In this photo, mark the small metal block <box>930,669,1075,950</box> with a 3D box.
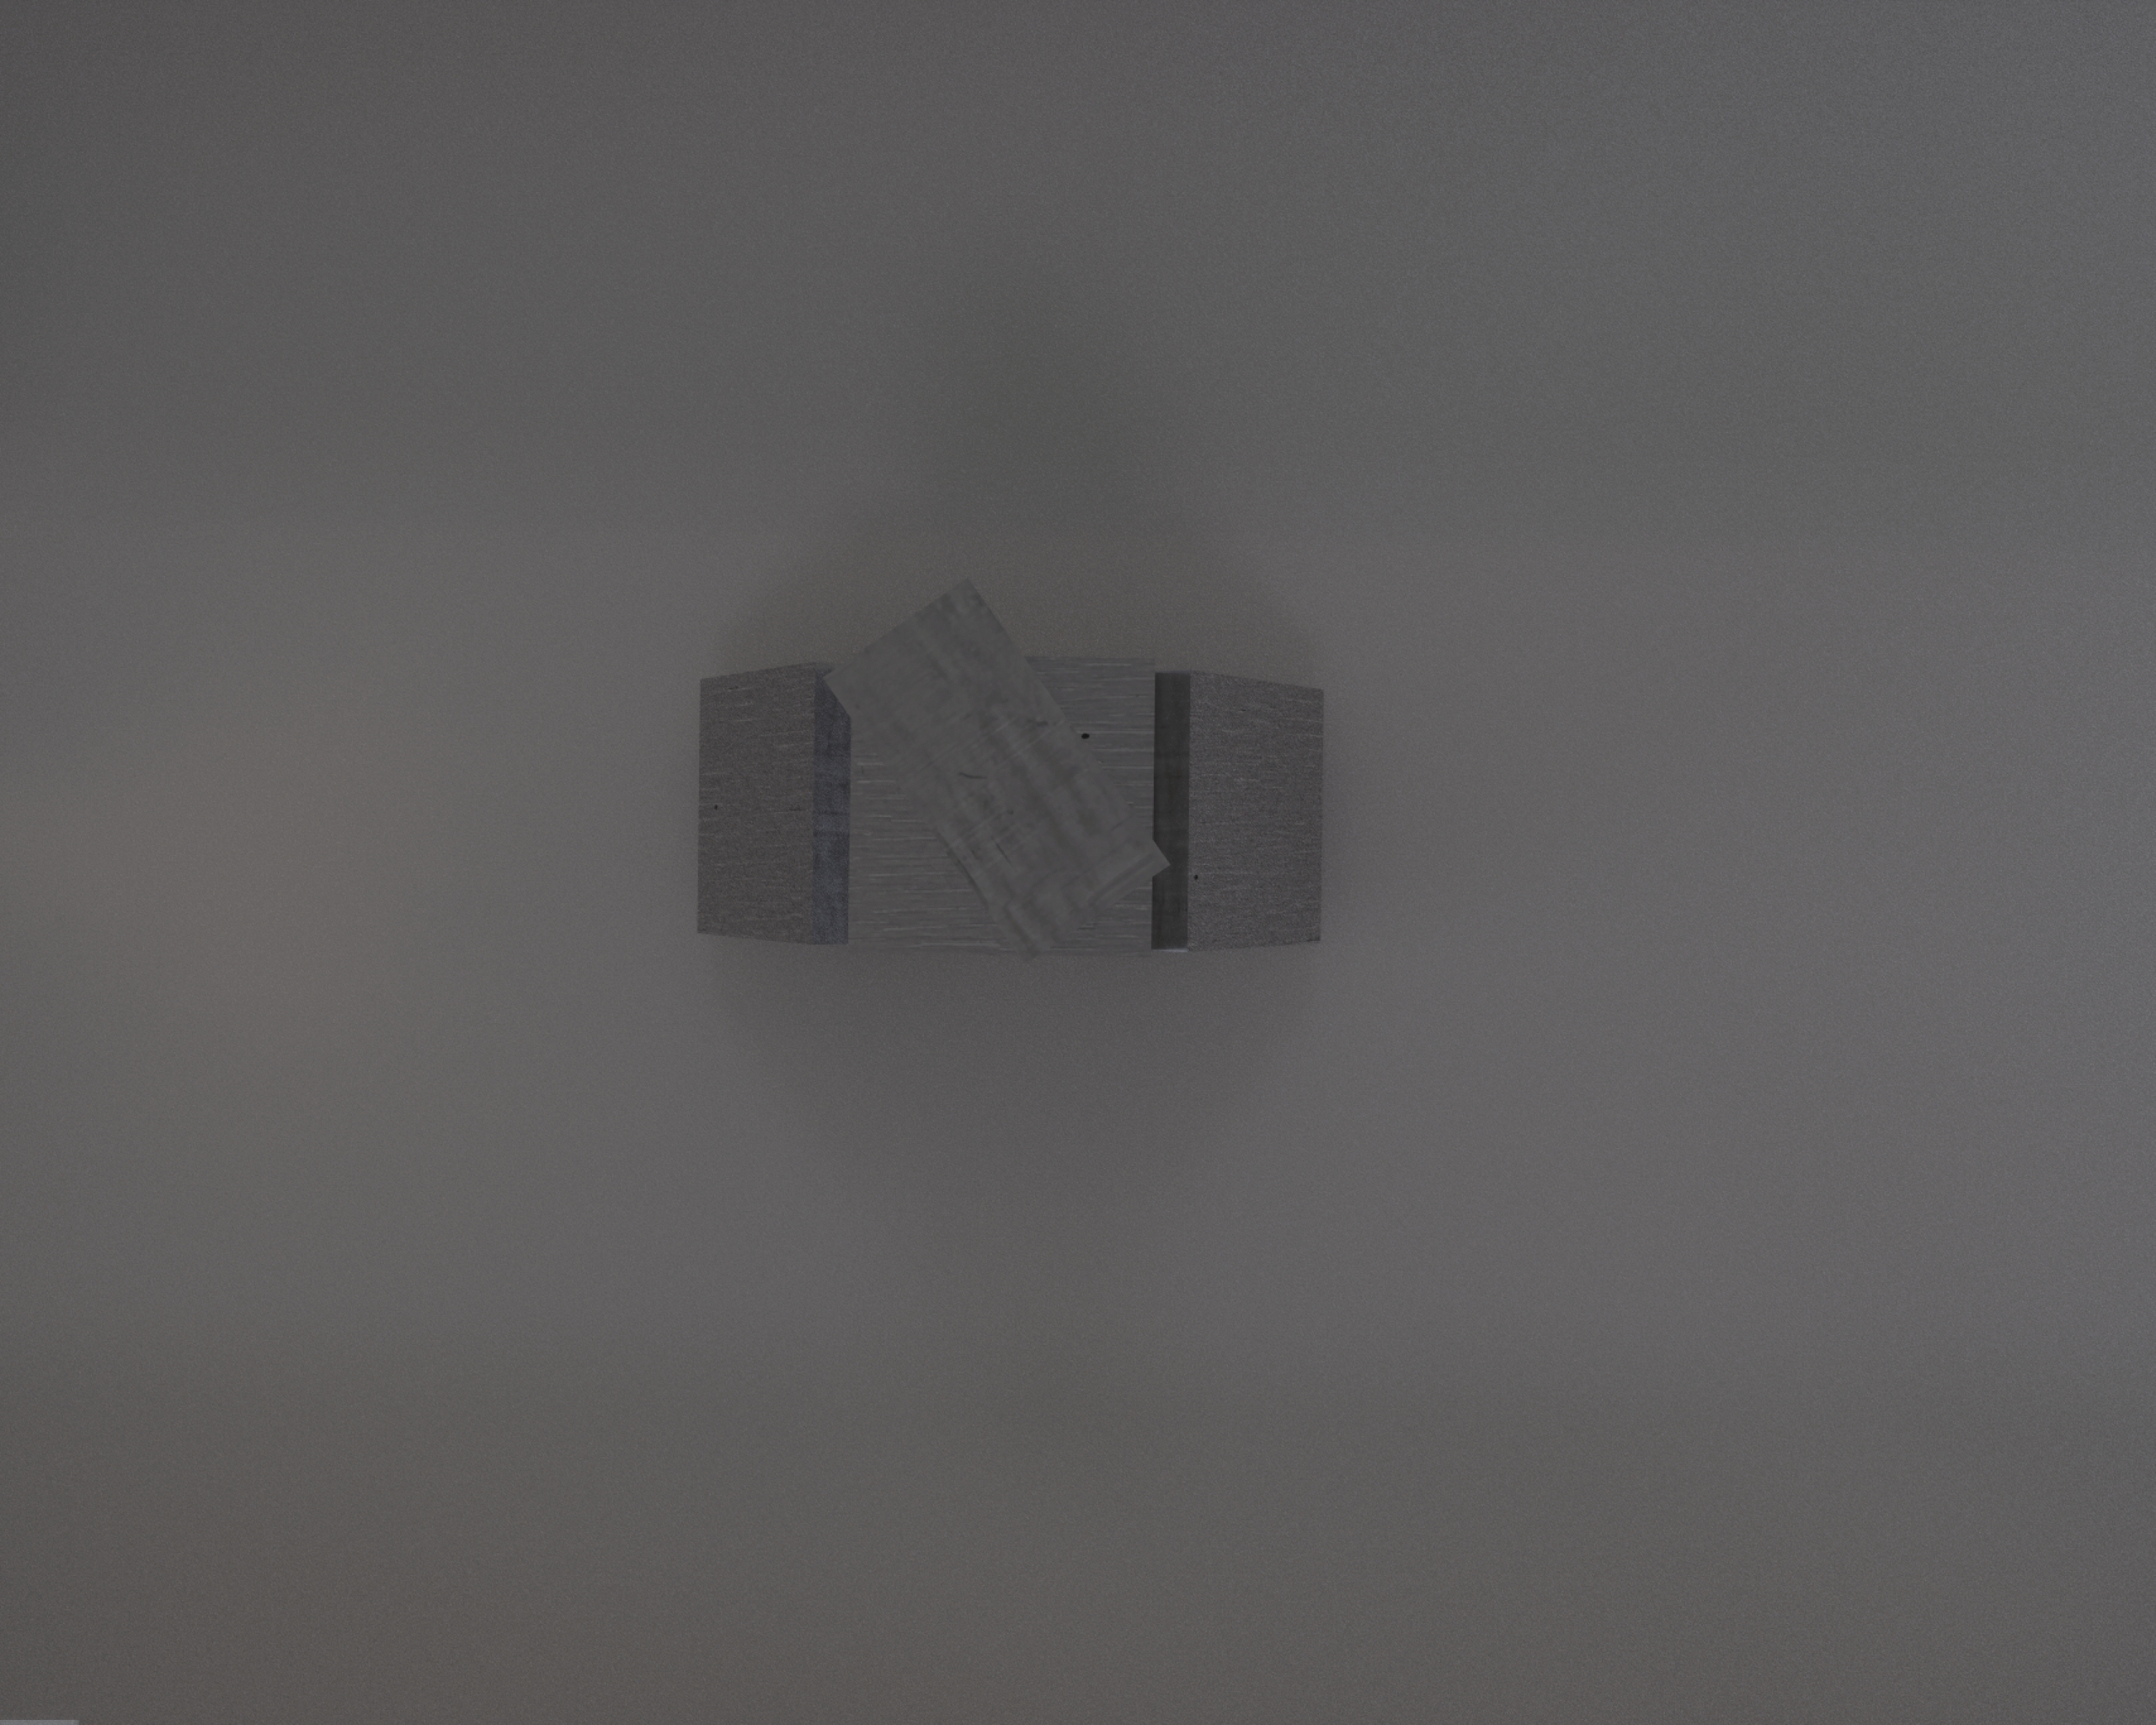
[{"bbox_3d":[-0.013,-0.009,0.397,0.025,0.050,0.050,1,90,0],"label":"small metal block"}]

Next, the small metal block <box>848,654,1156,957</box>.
[{"bbox_3d":[-0.013,-0.009,0.359,0.050,0.025,0.050,1,90,0],"label":"small metal block"}]

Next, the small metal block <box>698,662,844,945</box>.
[{"bbox_3d":[-0.050,-0.011,0.394,0.025,0.050,0.050,1,90,-34],"label":"small metal block"}]

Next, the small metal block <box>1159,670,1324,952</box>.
[{"bbox_3d":[0.023,-0.009,0.395,0.025,0.050,0.050,1,90,34],"label":"small metal block"}]

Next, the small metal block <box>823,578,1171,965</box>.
[{"bbox_3d":[-0.011,-0.013,0.321,0.025,0.050,0.050,-35,90,1],"label":"small metal block"}]
